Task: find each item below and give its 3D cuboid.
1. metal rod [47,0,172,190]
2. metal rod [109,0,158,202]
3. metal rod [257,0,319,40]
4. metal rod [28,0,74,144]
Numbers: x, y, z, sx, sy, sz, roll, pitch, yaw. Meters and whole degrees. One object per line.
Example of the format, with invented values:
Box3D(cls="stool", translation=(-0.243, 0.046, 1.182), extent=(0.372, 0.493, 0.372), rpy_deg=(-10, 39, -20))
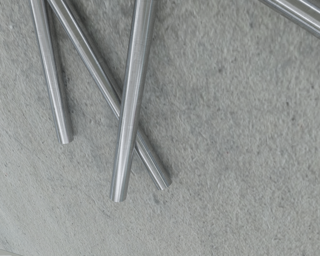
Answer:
Box3D(cls="metal rod", translation=(-0.062, -0.043, 0.410), extent=(0.025, 0.025, 0.299), rpy_deg=(-17, 110, 34))
Box3D(cls="metal rod", translation=(-0.035, -0.031, 0.380), extent=(0.025, 0.025, 0.298), rpy_deg=(20, 118, 16))
Box3D(cls="metal rod", translation=(0.101, -0.122, 0.277), extent=(0.301, 0.025, 0.025), rpy_deg=(35, 129, 4))
Box3D(cls="metal rod", translation=(-0.151, -0.109, 0.416), extent=(0.025, 0.025, 0.298), rpy_deg=(13, 124, 20))
